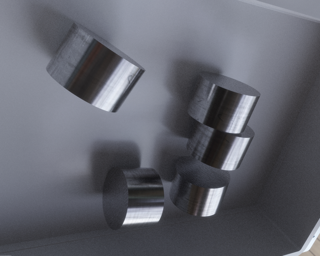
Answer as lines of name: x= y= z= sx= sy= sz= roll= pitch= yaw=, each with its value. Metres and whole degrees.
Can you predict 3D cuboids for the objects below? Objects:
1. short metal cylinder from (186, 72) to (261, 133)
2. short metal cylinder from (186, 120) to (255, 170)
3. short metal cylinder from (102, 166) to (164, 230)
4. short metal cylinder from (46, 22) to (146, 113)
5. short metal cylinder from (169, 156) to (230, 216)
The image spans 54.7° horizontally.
short metal cylinder: x=0.080 y=-0.034 z=0.398 sx=0.081 sy=0.080 sz=0.050 roll=4 pitch=116 yaw=-31
short metal cylinder: x=0.083 y=0.015 z=0.430 sx=0.081 sy=0.080 sz=0.050 roll=4 pitch=116 yaw=-31
short metal cylinder: x=-0.037 y=0.092 z=0.411 sx=0.050 sy=0.080 sz=0.079 roll=7 pitch=115 yaw=-32
short metal cylinder: x=-0.062 y=-0.059 z=0.304 sx=0.080 sy=0.080 sz=0.050 roll=27 pitch=103 yaw=-38
short metal cylinder: x=0.058 y=0.084 z=0.459 sx=0.081 sy=0.080 sz=0.050 roll=-4 pitch=120 yaw=-27
